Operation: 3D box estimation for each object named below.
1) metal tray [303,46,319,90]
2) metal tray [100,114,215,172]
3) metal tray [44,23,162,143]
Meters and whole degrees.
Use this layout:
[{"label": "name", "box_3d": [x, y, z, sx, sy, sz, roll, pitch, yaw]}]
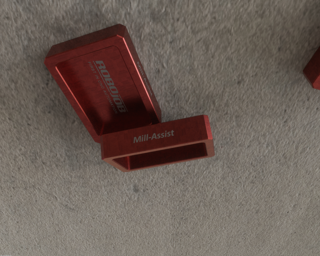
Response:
[{"label": "metal tray", "box_3d": [0.230, -0.092, 0.329, 0.091, 0.030, 0.129, 13, 129, -12]}, {"label": "metal tray", "box_3d": [0.001, 0.024, 0.395, 0.131, 0.030, 0.090, -11, 160, 8]}, {"label": "metal tray", "box_3d": [-0.060, -0.045, 0.364, 0.090, 0.030, 0.130, -15, 129, 11]}]
